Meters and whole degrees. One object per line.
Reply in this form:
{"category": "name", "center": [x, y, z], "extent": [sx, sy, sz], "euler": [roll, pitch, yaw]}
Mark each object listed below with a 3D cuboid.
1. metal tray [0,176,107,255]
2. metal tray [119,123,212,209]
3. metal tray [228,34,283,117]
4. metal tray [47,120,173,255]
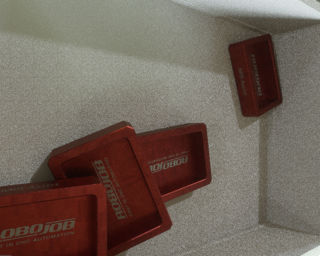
{"category": "metal tray", "center": [-0.116, 0.097, 0.282], "extent": [0.131, 0.030, 0.089], "euler": [-3, 98, -26]}
{"category": "metal tray", "center": [0.012, 0.046, 0.415], "extent": [0.131, 0.030, 0.089], "euler": [-11, 98, -40]}
{"category": "metal tray", "center": [0.172, -0.094, 0.550], "extent": [0.091, 0.030, 0.129], "euler": [-25, 106, -37]}
{"category": "metal tray", "center": [-0.051, 0.068, 0.336], "extent": [0.091, 0.030, 0.129], "euler": [-23, 107, -9]}
